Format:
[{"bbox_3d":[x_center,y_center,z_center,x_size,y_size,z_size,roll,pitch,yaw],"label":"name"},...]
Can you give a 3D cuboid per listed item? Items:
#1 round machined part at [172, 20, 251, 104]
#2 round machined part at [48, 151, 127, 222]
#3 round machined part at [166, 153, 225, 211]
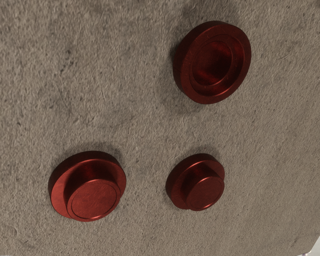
[{"bbox_3d":[0.059,-0.082,0.379,0.099,0.042,0.097,-14,125,-21],"label":"round machined part"},{"bbox_3d":[-0.089,0.081,0.398,0.099,0.042,0.097,-14,125,-21],"label":"round machined part"},{"bbox_3d":[0.062,0.092,0.489,0.099,0.042,0.097,-14,125,-21],"label":"round machined part"}]
